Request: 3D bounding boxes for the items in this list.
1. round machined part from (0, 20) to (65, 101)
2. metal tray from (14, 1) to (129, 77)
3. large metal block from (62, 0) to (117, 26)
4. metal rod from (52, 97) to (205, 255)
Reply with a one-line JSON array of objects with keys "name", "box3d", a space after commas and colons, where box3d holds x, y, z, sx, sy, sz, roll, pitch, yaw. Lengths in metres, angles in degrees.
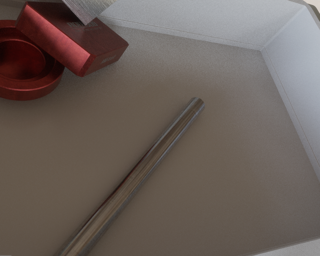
[{"name": "round machined part", "box3d": [-0.162, -0.071, 0.351, 0.099, 0.042, 0.098, 14, 56, -21]}, {"name": "metal tray", "box3d": [-0.099, -0.113, 0.382, 0.090, 0.030, 0.130, 38, 23, -4]}, {"name": "large metal block", "box3d": [-0.086, -0.182, 0.356, 0.080, 0.080, 0.050, 45, 13, -47]}, {"name": "metal rod", "box3d": [-0.023, 0.052, 0.363, 0.025, 0.025, 0.301, 42, 51, 0]}]
